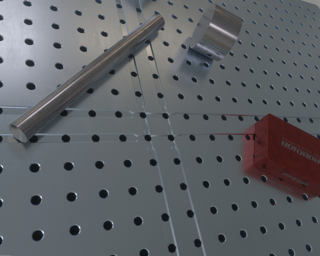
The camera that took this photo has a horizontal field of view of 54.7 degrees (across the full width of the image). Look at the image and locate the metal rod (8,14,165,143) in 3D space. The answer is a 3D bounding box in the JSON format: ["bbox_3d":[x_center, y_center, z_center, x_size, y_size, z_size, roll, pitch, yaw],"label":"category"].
[{"bbox_3d":[-0.076,-0.086,0.419,0.025,0.025,0.301,40,51,-2],"label":"metal rod"}]

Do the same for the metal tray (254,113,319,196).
[{"bbox_3d":[0.214,0.043,0.494,0.131,0.030,0.090,25,53,-13],"label":"metal tray"}]

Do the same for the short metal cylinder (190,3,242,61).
[{"bbox_3d":[0.092,-0.159,0.520,0.050,0.080,0.080,23,53,-14],"label":"short metal cylinder"}]
